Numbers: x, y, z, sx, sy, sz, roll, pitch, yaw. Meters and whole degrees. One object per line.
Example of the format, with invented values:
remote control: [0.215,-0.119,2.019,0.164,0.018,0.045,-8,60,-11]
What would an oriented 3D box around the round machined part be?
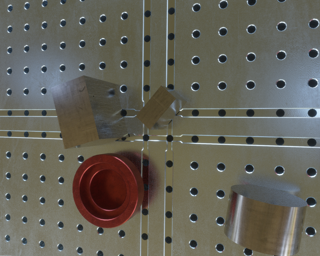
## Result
round machined part: [-0.067,0.083,0.427,0.098,0.042,0.097,0,90,20]

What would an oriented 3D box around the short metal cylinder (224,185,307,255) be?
short metal cylinder: [0.115,0.098,0.343,0.080,0.080,0.050,10,93,20]

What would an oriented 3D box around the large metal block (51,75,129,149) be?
large metal block: [-0.091,-0.019,0.415,0.050,0.080,0.080,-16,85,19]

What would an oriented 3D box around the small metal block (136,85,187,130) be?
small metal block: [0.003,-0.025,0.398,0.025,0.050,0.050,44,104,15]
